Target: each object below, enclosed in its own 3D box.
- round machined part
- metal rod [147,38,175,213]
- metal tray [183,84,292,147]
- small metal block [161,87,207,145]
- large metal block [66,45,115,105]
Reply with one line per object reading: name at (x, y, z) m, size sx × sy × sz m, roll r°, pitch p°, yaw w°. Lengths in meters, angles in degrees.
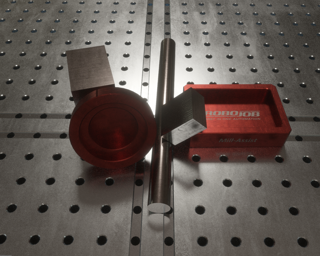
round machined part at (-0.055, -0.003, 0.367) m, size 0.099 × 0.097 × 0.042 m, roll -8°, pitch 29°, yaw -7°
metal rod at (0.006, -0.028, 0.431) m, size 0.025 × 0.025 × 0.300 m, roll 2°, pitch 50°, yaw 2°
metal tray at (0.098, -0.019, 0.421) m, size 0.131 × 0.030 × 0.090 m, roll 0°, pitch 50°, yaw -1°
small metal block at (0.028, -0.014, 0.380) m, size 0.025 × 0.050 × 0.050 m, roll 33°, pitch 42°, yaw -34°
large metal block at (-0.088, -0.050, 0.413) m, size 0.050 × 0.080 × 0.080 m, roll -12°, pitch 51°, yaw -10°
